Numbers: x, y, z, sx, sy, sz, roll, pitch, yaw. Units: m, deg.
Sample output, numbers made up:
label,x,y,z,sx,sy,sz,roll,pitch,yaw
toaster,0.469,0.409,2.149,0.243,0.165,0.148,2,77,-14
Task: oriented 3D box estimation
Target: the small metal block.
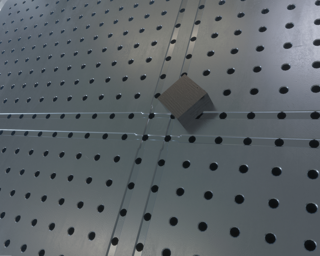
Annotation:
label,x,y,z,sx,sy,sz,roll,pitch,yaw
small metal block,0.033,-0.036,0.414,0.050,0.025,0.050,-41,51,0
